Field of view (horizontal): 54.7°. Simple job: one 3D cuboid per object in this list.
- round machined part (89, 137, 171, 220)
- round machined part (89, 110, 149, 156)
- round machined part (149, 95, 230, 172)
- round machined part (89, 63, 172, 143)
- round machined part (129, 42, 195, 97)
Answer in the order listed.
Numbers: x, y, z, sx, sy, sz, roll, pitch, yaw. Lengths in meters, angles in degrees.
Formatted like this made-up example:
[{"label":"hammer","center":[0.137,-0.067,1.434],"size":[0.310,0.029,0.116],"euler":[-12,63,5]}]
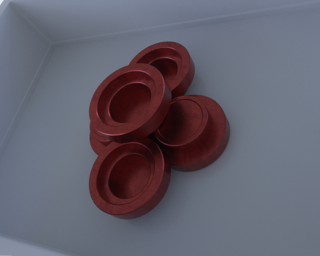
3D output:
[{"label":"round machined part","center":[-0.032,0.060,0.371],"size":[0.098,0.042,0.098],"euler":[-13,56,20]},{"label":"round machined part","center":[-0.056,-0.003,0.422],"size":[0.098,0.042,0.098],"euler":[-13,56,20]},{"label":"round machined part","center":[0.031,0.000,0.375],"size":[0.098,0.042,0.098],"euler":[-13,56,20]},{"label":"round machined part","center":[-0.031,-0.025,0.369],"size":[0.098,0.042,0.098],"euler":[-13,56,20]},{"label":"round machined part","center":[0.002,-0.069,0.432],"size":[0.098,0.042,0.098],"euler":[-13,56,20]}]
